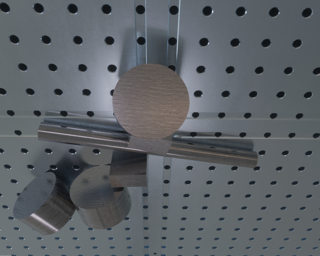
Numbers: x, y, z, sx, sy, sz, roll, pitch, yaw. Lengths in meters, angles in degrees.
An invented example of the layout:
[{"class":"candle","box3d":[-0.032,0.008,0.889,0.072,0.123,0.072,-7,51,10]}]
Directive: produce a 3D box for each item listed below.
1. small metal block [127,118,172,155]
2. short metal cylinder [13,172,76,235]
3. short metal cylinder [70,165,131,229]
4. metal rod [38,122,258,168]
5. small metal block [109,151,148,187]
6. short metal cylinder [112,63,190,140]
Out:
[{"class":"small metal block","box3d":[-0.013,0.004,0.399,0.050,0.050,0.025,13,129,-11]},{"class":"short metal cylinder","box3d":[-0.172,0.114,0.471,0.080,0.080,0.050,-25,126,19]},{"class":"short metal cylinder","box3d":[-0.087,0.102,0.462,0.080,0.080,0.050,-6,130,4]},{"class":"metal rod","box3d":[-0.011,0.025,0.432,0.302,0.025,0.025,8,130,-7]},{"class":"small metal block","box3d":[-0.043,0.057,0.443,0.050,0.050,0.025,-1,130,1]},{"class":"short metal cylinder","box3d":[-0.012,-0.027,0.346,0.081,0.050,0.080,0,89,-8]}]
